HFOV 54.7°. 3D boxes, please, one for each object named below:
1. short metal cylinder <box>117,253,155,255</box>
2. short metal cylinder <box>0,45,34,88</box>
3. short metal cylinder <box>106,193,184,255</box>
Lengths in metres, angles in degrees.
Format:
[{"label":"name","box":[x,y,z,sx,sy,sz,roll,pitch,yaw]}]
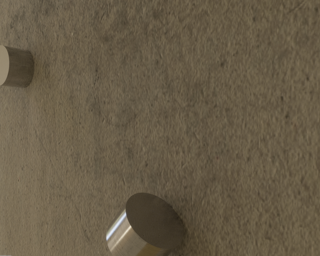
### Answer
[{"label":"short metal cylinder","box":[-0.034,0.200,0.395,0.080,0.081,0.050,-3,88,39]},{"label":"short metal cylinder","box":[-0.302,-0.124,0.633,0.080,0.050,0.079,0,90,39]},{"label":"short metal cylinder","box":[-0.018,0.127,0.382,0.080,0.081,0.050,49,119,28]}]
